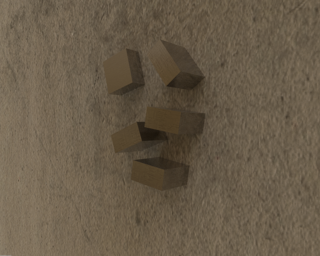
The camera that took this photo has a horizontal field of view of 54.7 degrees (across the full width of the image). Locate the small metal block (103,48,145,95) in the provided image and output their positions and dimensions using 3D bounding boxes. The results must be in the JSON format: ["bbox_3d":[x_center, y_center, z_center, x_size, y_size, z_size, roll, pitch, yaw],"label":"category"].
[{"bbox_3d":[-0.053,-0.079,0.446,0.050,0.025,0.050,-19,78,38],"label":"small metal block"}]

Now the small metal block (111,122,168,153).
[{"bbox_3d":[-0.027,0.012,0.409,0.050,0.050,0.025,-25,74,37],"label":"small metal block"}]

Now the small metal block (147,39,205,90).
[{"bbox_3d":[0.019,-0.075,0.371,0.025,0.050,0.050,-44,64,31],"label":"small metal block"}]

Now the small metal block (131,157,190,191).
[{"bbox_3d":[0.001,0.056,0.386,0.050,0.050,0.025,11,97,39],"label":"small metal block"}]

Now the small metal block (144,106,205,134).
[{"bbox_3d":[0.018,-0.009,0.372,0.050,0.050,0.025,12,98,39],"label":"small metal block"}]
